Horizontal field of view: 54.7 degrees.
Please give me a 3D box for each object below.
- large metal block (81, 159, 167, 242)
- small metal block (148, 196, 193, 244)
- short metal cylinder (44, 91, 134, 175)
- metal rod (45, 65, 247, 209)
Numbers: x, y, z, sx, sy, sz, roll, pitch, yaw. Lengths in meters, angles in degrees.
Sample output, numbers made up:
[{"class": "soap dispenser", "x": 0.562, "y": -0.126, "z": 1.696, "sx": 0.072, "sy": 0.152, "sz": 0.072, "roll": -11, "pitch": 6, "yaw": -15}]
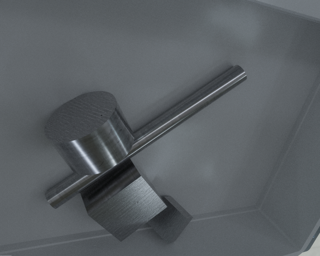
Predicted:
[{"class": "large metal block", "x": -0.049, "y": 0.097, "z": 0.427, "sx": 0.080, "sy": 0.050, "sz": 0.080, "roll": -36, "pitch": 130, "yaw": -4}, {"class": "small metal block", "x": 0.015, "y": 0.143, "z": 0.487, "sx": 0.050, "sy": 0.050, "sz": 0.025, "roll": -55, "pitch": 152, "yaw": 8}, {"class": "short metal cylinder", "x": -0.075, "y": 0.004, "z": 0.336, "sx": 0.080, "sy": 0.080, "sz": 0.050, "roll": -30, "pitch": 129, "yaw": -9}, {"class": "metal rod", "x": -0.013, "y": 0.008, "z": 0.407, "sx": 0.301, "sy": 0.025, "sz": 0.025, "roll": -34, "pitch": 129, "yaw": -6}]
